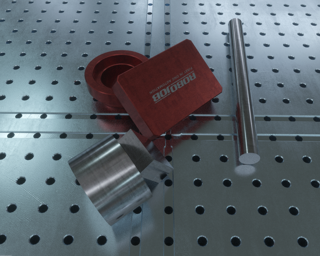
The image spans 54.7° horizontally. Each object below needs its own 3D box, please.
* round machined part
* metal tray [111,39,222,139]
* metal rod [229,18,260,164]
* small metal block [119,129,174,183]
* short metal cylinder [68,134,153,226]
[{"bbox_3d":[-0.057,-0.067,0.452,0.099,0.042,0.098,1,50,0],"label":"round machined part"},{"bbox_3d":[0.013,-0.054,0.419,0.131,0.030,0.090,-35,92,-27],"label":"metal tray"},{"bbox_3d":[0.124,-0.077,0.473,0.025,0.025,0.300,5,50,3],"label":"metal rod"},{"bbox_3d":[-0.017,0.033,0.360,0.025,0.050,0.050,-45,58,7],"label":"small metal block"},{"bbox_3d":[-0.051,0.053,0.322,0.050,0.080,0.080,-34,57,-13],"label":"short metal cylinder"}]
